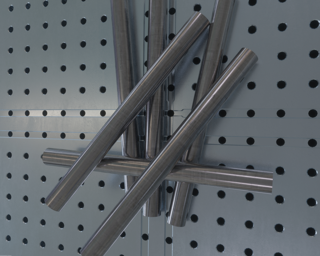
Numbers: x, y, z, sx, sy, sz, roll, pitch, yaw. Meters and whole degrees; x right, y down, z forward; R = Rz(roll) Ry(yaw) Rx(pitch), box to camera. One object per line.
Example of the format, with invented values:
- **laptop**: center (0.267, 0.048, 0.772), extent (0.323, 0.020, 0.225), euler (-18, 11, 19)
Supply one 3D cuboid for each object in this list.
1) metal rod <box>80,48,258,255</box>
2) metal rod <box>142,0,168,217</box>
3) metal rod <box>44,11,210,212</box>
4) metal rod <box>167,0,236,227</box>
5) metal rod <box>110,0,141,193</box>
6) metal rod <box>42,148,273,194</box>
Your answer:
- **metal rod**: center (0.015, 0.027, 0.360), extent (0.025, 0.025, 0.300), euler (37, 84, 16)
- **metal rod**: center (-0.006, -0.033, 0.415), extent (0.025, 0.025, 0.298), euler (2, 91, 20)
- **metal rod**: center (-0.041, -0.020, 0.389), extent (0.025, 0.025, 0.300), euler (39, 91, 16)
- **metal rod**: center (0.052, -0.022, 0.394), extent (0.025, 0.025, 0.298), euler (13, 94, 19)
- **metal rod**: center (-0.047, -0.056, 0.429), extent (0.025, 0.025, 0.298), euler (-5, 88, 20)
- **metal rod**: center (-0.018, 0.050, 0.391), extent (0.301, 0.025, 0.025), euler (4, 91, 20)
